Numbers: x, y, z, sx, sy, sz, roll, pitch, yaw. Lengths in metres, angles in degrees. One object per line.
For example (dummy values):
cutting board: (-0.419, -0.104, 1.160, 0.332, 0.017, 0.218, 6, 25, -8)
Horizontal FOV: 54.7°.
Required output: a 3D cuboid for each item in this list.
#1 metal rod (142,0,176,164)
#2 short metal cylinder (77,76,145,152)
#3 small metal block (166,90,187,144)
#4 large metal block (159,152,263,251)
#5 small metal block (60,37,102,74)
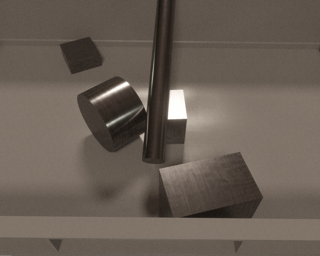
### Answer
metal rod: (0.003, -0.103, 0.392, 0.025, 0.025, 0.299, 3, 69, 2)
short metal cylinder: (-0.059, -0.017, 0.383, 0.050, 0.080, 0.080, -32, 57, -24)
small metal block: (0.018, -0.014, 0.401, 0.025, 0.050, 0.050, -2, 50, -2)
large metal block: (0.044, 0.074, 0.308, 0.081, 0.080, 0.050, -11, 51, -9)
small metal block: (-0.129, -0.119, 0.503, 0.050, 0.025, 0.050, -21, 53, -17)
